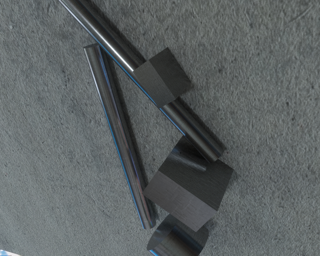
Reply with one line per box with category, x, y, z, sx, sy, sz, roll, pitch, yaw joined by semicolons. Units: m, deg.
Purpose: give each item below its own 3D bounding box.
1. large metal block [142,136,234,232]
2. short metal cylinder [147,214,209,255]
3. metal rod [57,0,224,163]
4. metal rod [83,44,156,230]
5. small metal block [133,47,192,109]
large metal block;0.037;0.067;0.392;0.080;0.080;0.050;35;129;5
short metal cylinder;0.026;0.164;0.458;0.050;0.080;0.080;42;129;-1
metal rod;-0.031;-0.073;0.376;0.300;0.025;0.025;47;129;-5
metal rod;-0.051;0.028;0.449;0.025;0.025;0.298;0;119;28
small metal block;0.004;-0.058;0.352;0.025;0.050;0.050;-28;103;37
